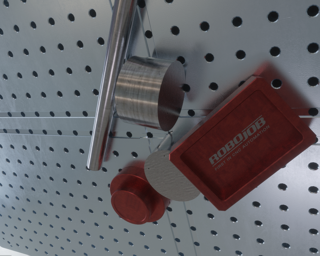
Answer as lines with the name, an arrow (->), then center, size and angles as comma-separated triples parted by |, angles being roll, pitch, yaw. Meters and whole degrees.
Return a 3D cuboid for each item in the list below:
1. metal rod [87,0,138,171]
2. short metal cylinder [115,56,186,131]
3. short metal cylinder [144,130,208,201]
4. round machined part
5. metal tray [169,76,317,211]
metal rod -> -0.068, -0.052, 0.414 | 0.025, 0.025, 0.298 | 27, 128, 11
short metal cylinder -> -0.008, -0.040, 0.355 | 0.050, 0.080, 0.079 | 12, 124, 22
short metal cylinder -> 0.026, 0.050, 0.412 | 0.080, 0.050, 0.079 | 13, 124, 21
round machined part -> -0.038, 0.113, 0.490 | 0.098, 0.042, 0.097 | 13, 124, 21
metal tray -> 0.086, 0.018, 0.340 | 0.130, 0.030, 0.090 | -43, 95, 14
